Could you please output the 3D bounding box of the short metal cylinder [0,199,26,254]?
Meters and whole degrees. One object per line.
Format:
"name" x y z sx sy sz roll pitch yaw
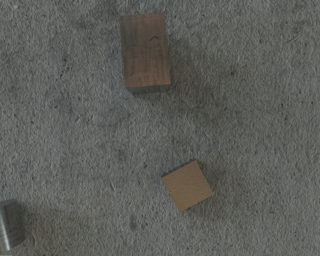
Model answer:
"short metal cylinder" -0.213 0.125 0.381 0.080 0.080 0.050 -13 90 0

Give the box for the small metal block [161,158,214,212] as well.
"small metal block" 0.035 0.075 0.410 0.050 0.025 0.050 -28 90 0

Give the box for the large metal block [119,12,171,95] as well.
"large metal block" -0.017 -0.087 0.382 0.050 0.080 0.080 -5 90 0
